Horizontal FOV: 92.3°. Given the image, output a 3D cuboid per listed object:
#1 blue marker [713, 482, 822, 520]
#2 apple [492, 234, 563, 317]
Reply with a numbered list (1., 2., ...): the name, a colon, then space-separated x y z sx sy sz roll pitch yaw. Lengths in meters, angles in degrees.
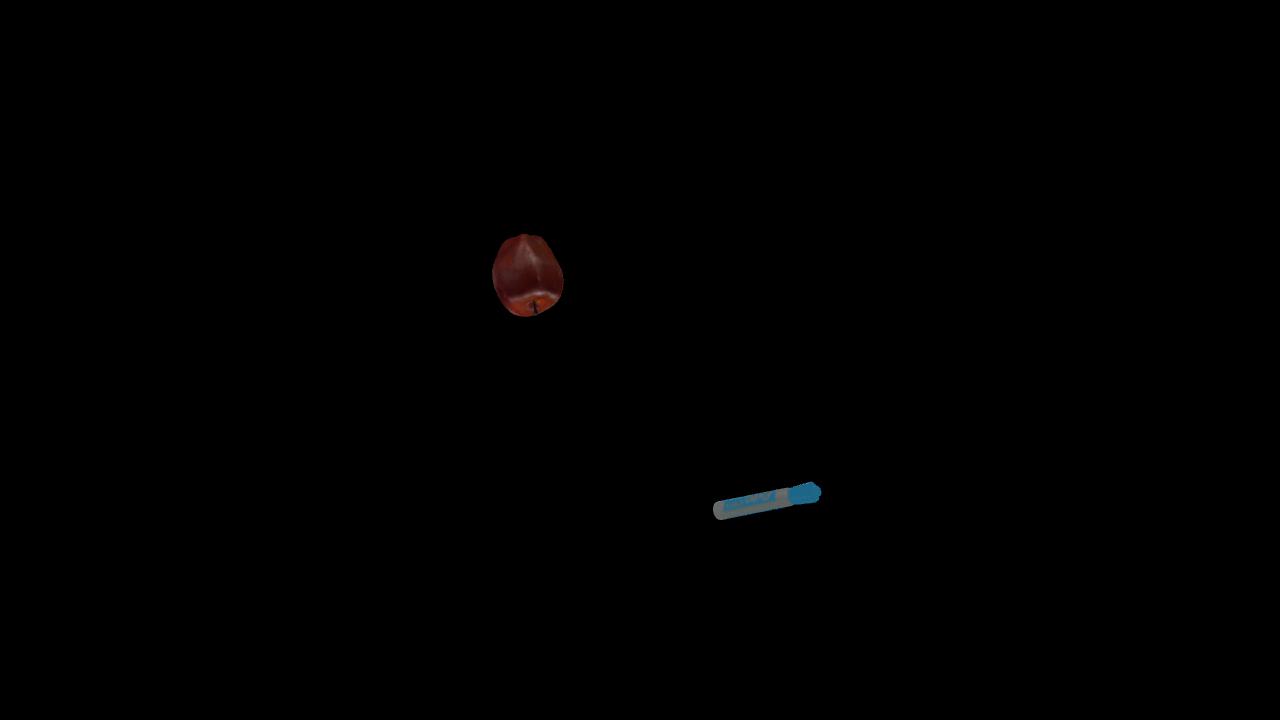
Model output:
1. blue marker: 0.120 0.136 0.590 0.020 0.020 0.121 0 -18 -43
2. apple: -0.126 -0.093 0.688 0.079 0.093 0.079 -13 -18 -4
